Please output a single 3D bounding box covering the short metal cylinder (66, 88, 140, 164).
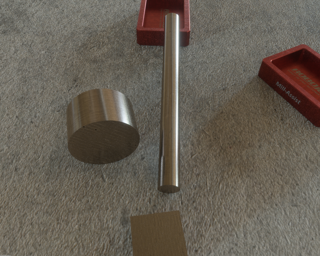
[{"bbox_3d":[-0.068,0.000,0.367,0.081,0.080,0.050,-10,51,-8],"label":"short metal cylinder"}]

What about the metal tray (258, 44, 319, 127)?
[{"bbox_3d":[0.223,-0.067,0.459,0.091,0.030,0.130,-22,54,-18],"label":"metal tray"}]

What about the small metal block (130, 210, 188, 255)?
[{"bbox_3d":[-0.002,0.114,0.308,0.050,0.025,0.050,-6,50,-5],"label":"small metal block"}]

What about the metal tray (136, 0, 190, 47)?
[{"bbox_3d":[0.008,-0.201,0.569,0.091,0.030,0.130,2,50,1],"label":"metal tray"}]

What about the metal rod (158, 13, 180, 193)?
[{"bbox_3d":[0.015,-0.056,0.429,0.025,0.025,0.300,2,56,1],"label":"metal rod"}]
